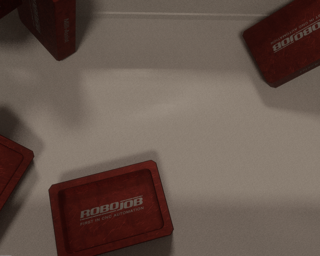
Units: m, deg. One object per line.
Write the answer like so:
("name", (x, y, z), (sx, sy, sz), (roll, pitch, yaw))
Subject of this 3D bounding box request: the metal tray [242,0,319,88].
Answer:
("metal tray", (0.192, -0.125, 0.421), (0.130, 0.030, 0.090), (-29, 70, 22))

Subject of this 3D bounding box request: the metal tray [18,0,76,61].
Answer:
("metal tray", (-0.150, -0.158, 0.401), (0.030, 0.129, 0.090), (-40, 84, -25))

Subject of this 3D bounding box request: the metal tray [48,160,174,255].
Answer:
("metal tray", (-0.058, 0.098, 0.370), (0.131, 0.030, 0.090), (-14, 71, -6))

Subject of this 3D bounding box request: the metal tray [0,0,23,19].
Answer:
("metal tray", (-0.231, -0.130, 0.345), (0.090, 0.030, 0.130), (8, 45, 14))

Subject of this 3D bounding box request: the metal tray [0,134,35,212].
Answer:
("metal tray", (-0.222, 0.065, 0.359), (0.090, 0.030, 0.130), (33, 70, -20))
